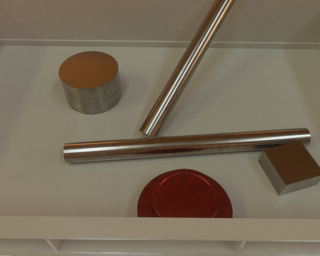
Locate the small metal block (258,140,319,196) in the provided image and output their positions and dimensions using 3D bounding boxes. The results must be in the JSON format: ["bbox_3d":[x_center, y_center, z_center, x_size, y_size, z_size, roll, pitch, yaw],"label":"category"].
[{"bbox_3d":[0.154,0.047,0.368,0.050,0.025,0.050,-13,51,-11],"label":"small metal block"}]

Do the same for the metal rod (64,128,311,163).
[{"bbox_3d":[0.036,0.021,0.387,0.302,0.025,0.025,-4,50,-4],"label":"metal rod"}]

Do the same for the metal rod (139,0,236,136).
[{"bbox_3d":[0.057,-0.119,0.421,0.025,0.025,0.299,27,81,20],"label":"metal rod"}]

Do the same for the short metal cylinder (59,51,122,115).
[{"bbox_3d":[-0.097,-0.065,0.442,0.081,0.050,0.080,0,50,0],"label":"short metal cylinder"}]

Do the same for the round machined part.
[{"bbox_3d":[0.026,0.081,0.321,0.099,0.042,0.098,0,45,0],"label":"round machined part"}]
